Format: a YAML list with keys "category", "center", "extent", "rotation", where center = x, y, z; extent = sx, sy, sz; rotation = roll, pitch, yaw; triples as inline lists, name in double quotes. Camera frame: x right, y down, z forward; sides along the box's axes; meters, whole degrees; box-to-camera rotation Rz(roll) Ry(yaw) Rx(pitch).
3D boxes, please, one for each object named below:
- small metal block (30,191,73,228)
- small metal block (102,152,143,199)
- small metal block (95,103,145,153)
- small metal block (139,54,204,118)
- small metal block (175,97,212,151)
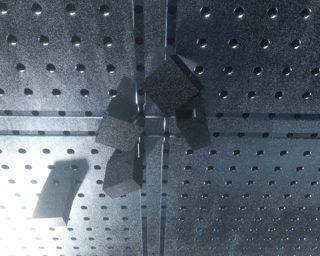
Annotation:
- category: "small metal block"
  center: [-0.175, 0.133, 0.506]
  extent: [0.050, 0.050, 0.025]
  rotation: [-5, 130, 3]
- category: "small metal block"
  center: [-0.053, 0.070, 0.454]
  extent: [0.050, 0.050, 0.025]
  rotation: [-23, 127, 18]
- category: "small metal block"
  center: [-0.053, 0.001, 0.412]
  extent: [0.050, 0.025, 0.050]
  rotation: [19, 127, -16]
- category: "small metal block"
  center: [0.014, -0.049, 0.357]
  extent: [0.050, 0.025, 0.050]
  rotation: [-40, 91, 28]
- category: "small metal block"
  center: [0.041, -0.008, 0.389]
  extent: [0.025, 0.050, 0.050]
  rotation: [-21, 128, 17]
